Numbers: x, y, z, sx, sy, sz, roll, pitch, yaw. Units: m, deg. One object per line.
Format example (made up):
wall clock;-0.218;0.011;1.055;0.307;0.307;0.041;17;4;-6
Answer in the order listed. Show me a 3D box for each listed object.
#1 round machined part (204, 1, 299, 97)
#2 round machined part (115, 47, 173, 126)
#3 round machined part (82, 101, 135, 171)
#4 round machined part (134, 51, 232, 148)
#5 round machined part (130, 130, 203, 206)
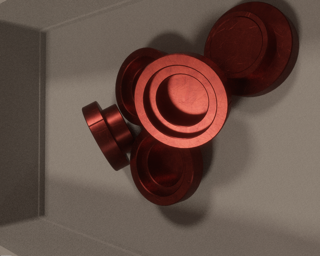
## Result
round machined part;0.087;-0.082;0.323;0.098;0.042;0.097;0;90;39
round machined part;-0.009;-0.051;0.401;0.098;0.042;0.097;0;90;39
round machined part;-0.063;0.006;0.422;0.042;0.098;0.098;-28;68;-5
round machined part;0.026;-0.031;0.326;0.098;0.042;0.097;7;111;19
round machined part;0.012;0.043;0.384;0.098;0.042;0.097;0;90;39
